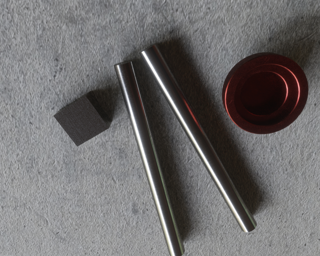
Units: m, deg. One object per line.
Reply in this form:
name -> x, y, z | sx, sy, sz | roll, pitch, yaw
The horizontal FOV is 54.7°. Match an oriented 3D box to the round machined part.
round machined part -> 0.126, -0.045, 0.386 | 0.099, 0.042, 0.097 | 0, 110, 0

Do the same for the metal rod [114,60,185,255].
metal rod -> -0.009, 0.056, 0.430 | 0.025, 0.025, 0.298 | -13, 110, 4

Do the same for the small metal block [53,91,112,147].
small metal block -> -0.100, -0.012, 0.404 | 0.050, 0.025, 0.050 | -30, 108, 10

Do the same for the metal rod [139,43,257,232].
metal rod -> 0.059, 0.025, 0.419 | 0.025, 0.025, 0.299 | -28, 108, 10
